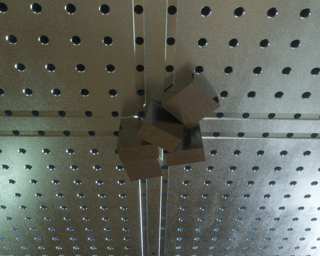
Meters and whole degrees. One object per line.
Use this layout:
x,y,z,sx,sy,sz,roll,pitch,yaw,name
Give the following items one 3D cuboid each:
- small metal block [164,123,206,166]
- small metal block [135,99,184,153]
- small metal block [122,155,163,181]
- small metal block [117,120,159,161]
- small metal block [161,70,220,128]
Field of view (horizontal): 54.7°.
0.032,0.021,0.414,0.050,0.050,0.025,-9,130,7,small metal block
0.001,-0.003,0.388,0.050,0.050,0.025,27,125,-11,small metal block
-0.025,0.049,0.453,0.050,0.025,0.050,-10,130,8,small metal block
-0.027,0.015,0.408,0.050,0.050,0.025,-4,130,3,small metal block
0.037,-0.034,0.383,0.050,0.025,0.050,-37,121,26,small metal block
